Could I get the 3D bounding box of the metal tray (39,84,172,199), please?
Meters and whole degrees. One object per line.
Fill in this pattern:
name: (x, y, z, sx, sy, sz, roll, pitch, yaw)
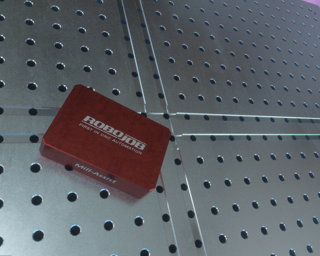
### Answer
metal tray: (-0.059, 0.015, 0.364, 0.131, 0.030, 0.090, 27, 52, -12)
